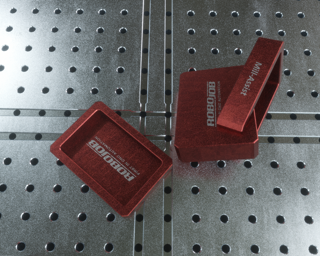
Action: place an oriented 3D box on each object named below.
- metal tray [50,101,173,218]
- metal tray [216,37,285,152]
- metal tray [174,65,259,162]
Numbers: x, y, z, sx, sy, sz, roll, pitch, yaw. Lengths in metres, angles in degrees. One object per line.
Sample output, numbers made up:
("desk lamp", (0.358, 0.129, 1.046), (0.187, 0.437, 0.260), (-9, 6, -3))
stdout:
("metal tray", (-0.060, 0.038, 0.394), (0.130, 0.030, 0.090), (39, 74, 12))
("metal tray", (0.116, -0.036, 0.389), (0.030, 0.090, 0.130), (21, 70, 27))
("metal tray", (0.068, -0.021, 0.383), (0.090, 0.030, 0.130), (-4, 49, 13))
